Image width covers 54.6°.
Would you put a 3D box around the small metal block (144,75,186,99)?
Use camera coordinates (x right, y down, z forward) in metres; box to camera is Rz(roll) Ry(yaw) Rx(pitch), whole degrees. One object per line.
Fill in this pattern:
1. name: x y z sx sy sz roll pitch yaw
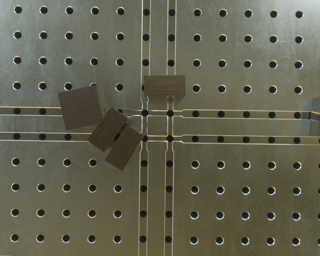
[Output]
1. small metal block: 0.006 -0.052 0.401 0.050 0.050 0.025 -1 90 0

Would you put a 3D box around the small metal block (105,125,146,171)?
1. small metal block: -0.043 0.024 0.401 0.025 0.050 0.050 31 90 0

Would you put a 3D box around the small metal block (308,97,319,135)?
1. small metal block: 0.233 -0.013 0.415 0.050 0.025 0.050 7 90 0

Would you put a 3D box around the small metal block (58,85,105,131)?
1. small metal block: -0.102 -0.026 0.413 0.050 0.025 0.050 -12 90 0

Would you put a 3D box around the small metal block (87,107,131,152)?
1. small metal block: -0.063 0.002 0.400 0.025 0.050 0.050 36 90 0
